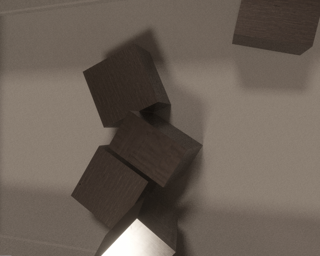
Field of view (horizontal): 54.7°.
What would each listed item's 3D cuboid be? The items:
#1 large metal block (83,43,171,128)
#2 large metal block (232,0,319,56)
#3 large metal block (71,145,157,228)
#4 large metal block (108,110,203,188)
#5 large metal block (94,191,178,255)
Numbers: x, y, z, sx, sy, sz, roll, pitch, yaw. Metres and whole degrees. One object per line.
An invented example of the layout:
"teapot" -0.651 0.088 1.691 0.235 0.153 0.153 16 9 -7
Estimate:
"large metal block" -0.043 -0.053 0.411 0.080 0.050 0.080 -24 82 18
"large metal block" 0.130 -0.132 0.345 0.080 0.050 0.079 13 95 10
"large metal block" -0.058 0.077 0.417 0.080 0.050 0.080 34 101 16
"large metal block" -0.002 0.022 0.381 0.080 0.080 0.050 34 101 16
"large metal block" -0.027 0.128 0.345 0.050 0.080 0.080 42 99 -2
